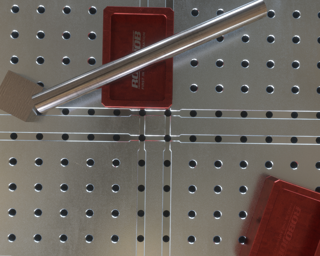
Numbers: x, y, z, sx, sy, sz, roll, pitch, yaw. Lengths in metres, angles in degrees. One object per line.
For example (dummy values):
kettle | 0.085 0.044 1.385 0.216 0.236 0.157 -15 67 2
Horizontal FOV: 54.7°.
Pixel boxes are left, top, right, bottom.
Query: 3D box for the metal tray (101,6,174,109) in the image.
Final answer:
metal tray | -0.028 -0.091 0.410 0.091 0.030 0.129 1 90 -1

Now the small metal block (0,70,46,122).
small metal block | -0.184 -0.041 0.411 0.050 0.025 0.050 27 90 -1

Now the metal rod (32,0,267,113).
metal rod | -0.012 -0.089 0.382 0.301 0.025 0.025 -23 90 -1

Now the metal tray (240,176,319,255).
metal tray | 0.170 0.140 0.413 0.090 0.030 0.129 19 90 -1
